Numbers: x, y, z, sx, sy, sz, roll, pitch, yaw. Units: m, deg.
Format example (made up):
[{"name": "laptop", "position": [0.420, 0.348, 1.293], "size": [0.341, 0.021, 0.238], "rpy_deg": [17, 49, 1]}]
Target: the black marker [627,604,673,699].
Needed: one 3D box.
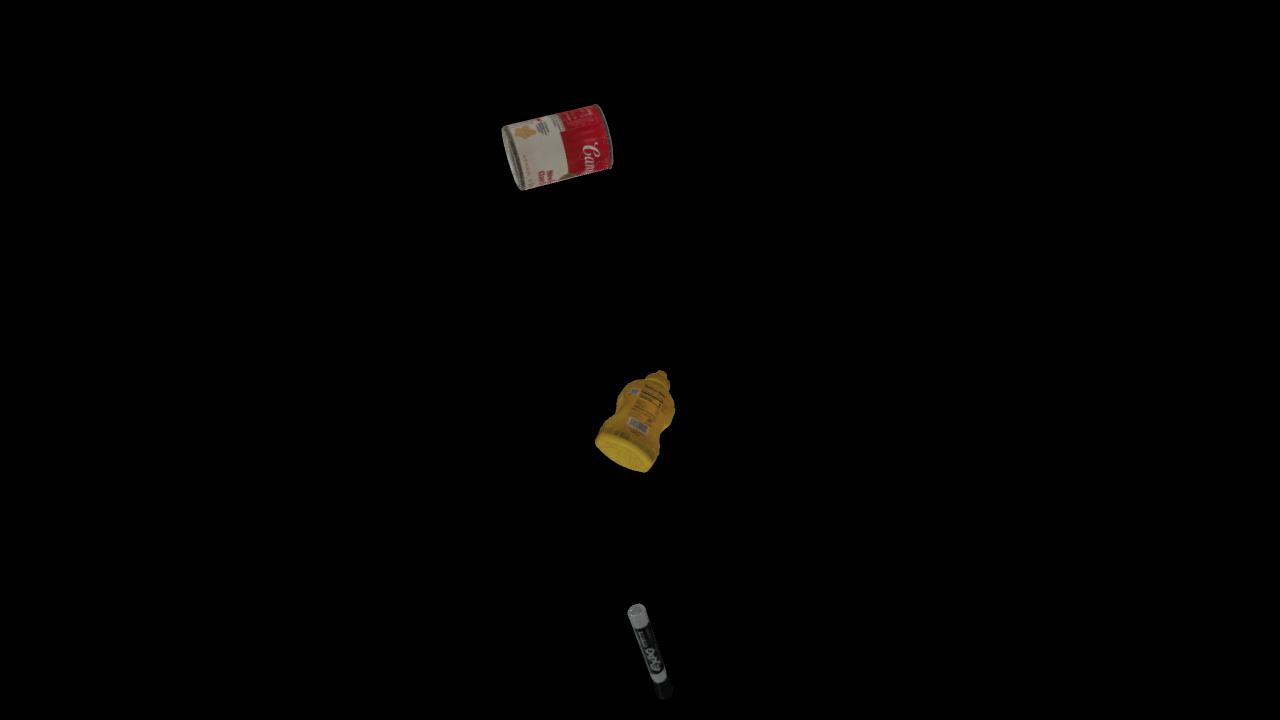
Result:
[{"name": "black marker", "position": [0.012, 0.304, 0.634], "size": [0.020, 0.121, 0.020], "rpy_deg": [-14, 20, 6]}]

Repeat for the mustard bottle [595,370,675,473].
[{"name": "mustard bottle", "position": [0.006, 0.078, 0.926], "size": [0.092, 0.054, 0.184], "rpy_deg": [25, 43, 3]}]

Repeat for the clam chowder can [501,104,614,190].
[{"name": "clam chowder can", "position": [-0.087, -0.223, 0.646], "size": [0.102, 0.068, 0.068], "rpy_deg": [-18, 4, -12]}]
